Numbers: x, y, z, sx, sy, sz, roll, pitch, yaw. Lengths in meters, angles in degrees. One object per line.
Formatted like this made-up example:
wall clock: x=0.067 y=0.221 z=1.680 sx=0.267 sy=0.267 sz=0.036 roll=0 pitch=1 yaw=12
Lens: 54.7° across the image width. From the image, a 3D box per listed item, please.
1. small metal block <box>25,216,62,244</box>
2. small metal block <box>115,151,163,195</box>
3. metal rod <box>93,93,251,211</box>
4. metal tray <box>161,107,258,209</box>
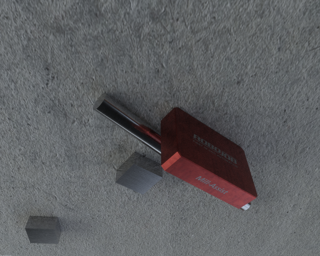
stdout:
small metal block: x=-0.210 y=0.186 z=0.562 sx=0.050 sy=0.025 sz=0.050 roll=3 pitch=130 yaw=-3
small metal block: x=-0.031 y=0.069 z=0.465 sx=0.050 sy=0.025 sz=0.050 roll=29 pitch=124 yaw=-23
metal rod: x=0.034 y=0.047 z=0.447 sx=0.301 sy=0.025 sz=0.025 roll=36 pitch=121 yaw=-27
metal tray: x=0.061 y=0.038 z=0.397 sx=0.131 sy=0.090 sz=0.030 roll=30 pitch=124 yaw=-24
